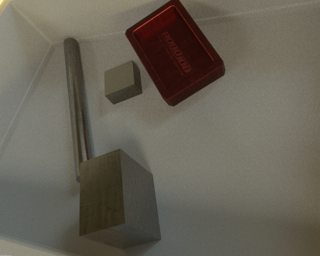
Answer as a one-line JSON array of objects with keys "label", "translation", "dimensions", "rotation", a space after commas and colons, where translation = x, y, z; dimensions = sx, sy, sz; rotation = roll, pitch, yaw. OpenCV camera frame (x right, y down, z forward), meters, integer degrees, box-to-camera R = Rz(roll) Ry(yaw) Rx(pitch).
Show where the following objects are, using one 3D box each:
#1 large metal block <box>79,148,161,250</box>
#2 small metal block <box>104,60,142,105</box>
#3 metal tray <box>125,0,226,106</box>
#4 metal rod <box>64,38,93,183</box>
[{"label": "large metal block", "translation": [-0.043, 0.081, 0.342], "dimensions": [0.050, 0.080, 0.080], "rotation": [-21, 54, 16]}, {"label": "small metal block", "translation": [-0.057, -0.070, 0.477], "dimensions": [0.050, 0.025, 0.050], "rotation": [-19, 54, 16]}, {"label": "metal tray", "translation": [0.019, -0.107, 0.433], "dimensions": [0.090, 0.030, 0.130], "rotation": [-32, 69, 7]}, {"label": "metal rod", "translation": [-0.135, -0.047, 0.503], "dimensions": [0.025, 0.025, 0.299], "rotation": [-26, 53, 12]}]
